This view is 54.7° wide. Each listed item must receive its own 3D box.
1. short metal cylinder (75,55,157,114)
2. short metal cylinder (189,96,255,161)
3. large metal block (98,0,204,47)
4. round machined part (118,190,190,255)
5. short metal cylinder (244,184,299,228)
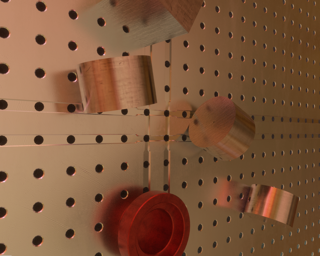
[{"bbox_3d":[-0.046,-0.046,0.334,0.081,0.080,0.050,-14,99,-39],"label":"short metal cylinder"},{"bbox_3d":[0.089,0.001,0.448,0.050,0.080,0.080,32,70,-36],"label":"short metal cylinder"},{"bbox_3d":[-0.010,-0.148,0.364,0.080,0.080,0.050,37,67,-34],"label":"large metal block"},{"bbox_3d":[-0.011,0.127,0.389,0.099,0.042,0.097,0,90,-40],"label":"round machined part"},{"bbox_3d":[0.191,0.135,0.534,0.080,0.080,0.050,32,70,-36],"label":"short metal cylinder"}]
